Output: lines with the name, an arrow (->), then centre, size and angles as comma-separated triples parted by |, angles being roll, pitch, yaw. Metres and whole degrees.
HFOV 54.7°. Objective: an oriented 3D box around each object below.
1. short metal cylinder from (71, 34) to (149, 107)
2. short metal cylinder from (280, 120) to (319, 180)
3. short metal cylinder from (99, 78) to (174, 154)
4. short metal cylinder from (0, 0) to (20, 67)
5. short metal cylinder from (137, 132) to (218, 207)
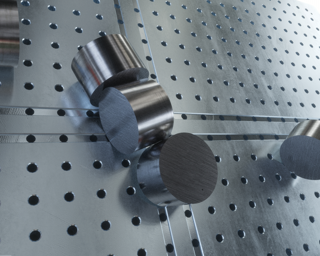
short metal cylinder -> -0.061, -0.069, 0.383 | 0.081, 0.080, 0.050 | -21, 73, -36
short metal cylinder -> 0.236, 0.034, 0.483 | 0.080, 0.080, 0.050 | 48, 51, 5
short metal cylinder -> -0.029, -0.015, 0.367 | 0.050, 0.080, 0.080 | -21, 73, -36
short metal cylinder -> -0.186, -0.107, 0.338 | 0.050, 0.080, 0.080 | -4, 64, -30
short metal cylinder -> 0.020, 0.050, 0.364 | 0.081, 0.050, 0.080 | 11, 68, -30
